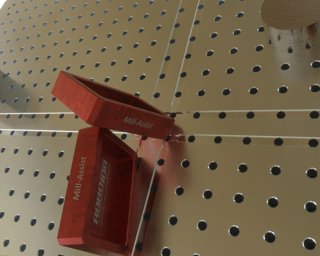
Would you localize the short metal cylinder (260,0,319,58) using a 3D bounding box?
[{"bbox_3d":[0.171,-0.135,0.385,0.080,0.050,0.080,-13,56,21],"label":"short metal cylinder"}]

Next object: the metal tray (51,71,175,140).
[{"bbox_3d":[-0.054,-0.026,0.383,0.090,0.131,0.030,34,103,38],"label":"metal tray"}]

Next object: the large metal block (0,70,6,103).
[{"bbox_3d":[-0.364,-0.093,0.621,0.050,0.080,0.080,-24,53,14],"label":"large metal block"}]

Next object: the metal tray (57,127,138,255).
[{"bbox_3d":[-0.064,0.072,0.355,0.030,0.090,0.130,-11,57,22],"label":"metal tray"}]
